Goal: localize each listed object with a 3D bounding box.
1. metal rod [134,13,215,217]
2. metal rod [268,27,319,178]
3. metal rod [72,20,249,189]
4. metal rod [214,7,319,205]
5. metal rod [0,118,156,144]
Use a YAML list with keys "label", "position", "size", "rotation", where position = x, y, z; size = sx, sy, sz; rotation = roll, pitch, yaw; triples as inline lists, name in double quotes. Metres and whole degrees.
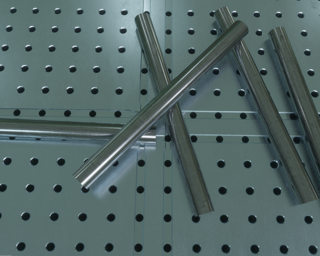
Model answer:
- label: "metal rod"
  position: [0.014, -0.031, 0.423]
  size: [0.025, 0.025, 0.299]
  rotation: [-15, 71, -6]
- label: "metal rod"
  position: [0.203, -0.007, 0.416]
  size: [0.025, 0.025, 0.299]
  rotation: [-10, 70, -4]
- label: "metal rod"
  position: [0.011, -0.039, 0.398]
  size: [0.025, 0.025, 0.301]
  rotation: [42, 75, 13]
- label: "metal rod"
  position: [0.139, -0.044, 0.429]
  size: [0.025, 0.025, 0.299]
  rotation: [-16, 71, -6]
- label: "metal rod"
  position: [-0.156, 0.002, 0.409]
  size: [0.302, 0.025, 0.025]
  rotation: [3, 70, 0]
